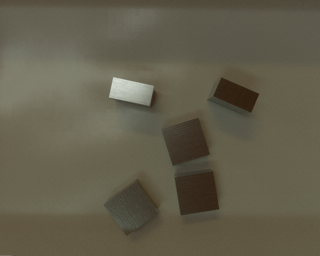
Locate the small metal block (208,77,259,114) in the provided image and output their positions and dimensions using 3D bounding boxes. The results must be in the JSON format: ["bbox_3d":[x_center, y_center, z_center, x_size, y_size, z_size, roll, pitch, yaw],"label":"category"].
[{"bbox_3d":[0.092,-0.040,0.399,0.050,0.050,0.025,23,90,0],"label":"small metal block"}]

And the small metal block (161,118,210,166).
[{"bbox_3d":[0.033,0.018,0.411,0.050,0.025,0.050,-17,90,0],"label":"small metal block"}]

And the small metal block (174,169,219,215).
[{"bbox_3d":[0.048,0.084,0.412,0.050,0.025,0.050,-9,90,0],"label":"small metal block"}]

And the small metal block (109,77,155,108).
[{"bbox_3d":[-0.034,-0.044,0.398,0.050,0.050,0.025,12,90,0],"label":"small metal block"}]

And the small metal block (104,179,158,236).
[{"bbox_3d":[-0.037,0.104,0.411,0.050,0.025,0.050,-36,90,0],"label":"small metal block"}]
